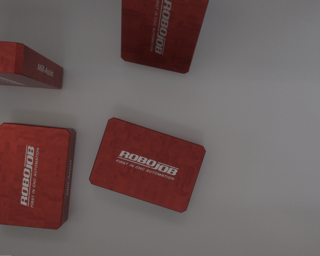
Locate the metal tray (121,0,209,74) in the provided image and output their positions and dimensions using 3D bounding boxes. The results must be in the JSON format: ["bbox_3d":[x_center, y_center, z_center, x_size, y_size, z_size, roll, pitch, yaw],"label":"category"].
[{"bbox_3d":[0.003,-0.126,0.361,0.091,0.129,0.030,12,57,0],"label":"metal tray"}]

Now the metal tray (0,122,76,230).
[{"bbox_3d":[-0.165,0.061,0.408,0.091,0.030,0.129,6,90,0],"label":"metal tray"}]

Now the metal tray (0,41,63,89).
[{"bbox_3d":[-0.177,-0.070,0.357,0.091,0.130,0.030,4,90,0],"label":"metal tray"}]

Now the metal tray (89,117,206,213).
[{"bbox_3d":[-0.016,0.047,0.409,0.131,0.030,0.090,18,90,0],"label":"metal tray"}]
